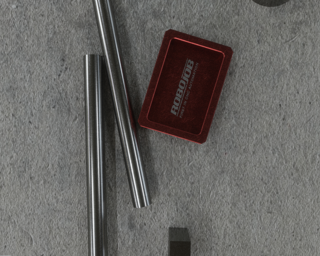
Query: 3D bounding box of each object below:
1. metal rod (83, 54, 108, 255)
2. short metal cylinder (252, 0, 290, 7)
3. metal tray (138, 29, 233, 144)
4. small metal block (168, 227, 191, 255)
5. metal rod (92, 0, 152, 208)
[{"bbox_3d":[-0.084,0.055,0.408,0.025,0.025,0.298,-1,90,-1],"label":"metal rod"},{"bbox_3d":[0.152,-0.206,0.399,0.081,0.050,0.079,0,90,-1],"label":"short metal cylinder"},{"bbox_3d":[0.033,-0.053,0.407,0.090,0.030,0.129,17,90,-1],"label":"metal tray"},{"bbox_3d":[0.024,0.161,0.398,0.025,0.050,0.050,2,90,0],"label":"small metal block"},{"bbox_3d":[-0.052,-0.045,0.409,0.025,0.025,0.298,-11,90,0],"label":"metal rod"}]
